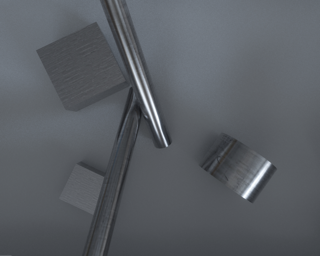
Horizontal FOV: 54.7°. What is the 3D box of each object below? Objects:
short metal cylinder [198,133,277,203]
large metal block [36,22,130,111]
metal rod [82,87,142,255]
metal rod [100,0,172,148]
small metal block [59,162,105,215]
[{"bbox_3d":[0.095,0.049,0.385,0.080,0.080,0.050,35,90,-1],"label":"short metal cylinder"},{"bbox_3d":[-0.095,-0.075,0.398,0.080,0.050,0.080,-26,90,-1],"label":"large metal block"},{"bbox_3d":[-0.056,0.081,0.343,0.025,0.025,0.300,12,62,0],"label":"metal rod"},{"bbox_3d":[-0.038,-0.102,0.339,0.025,0.025,0.298,-19,120,0],"label":"metal rod"},{"bbox_3d":[-0.096,0.079,0.410,0.050,0.025,0.050,26,90,-1],"label":"small metal block"}]
